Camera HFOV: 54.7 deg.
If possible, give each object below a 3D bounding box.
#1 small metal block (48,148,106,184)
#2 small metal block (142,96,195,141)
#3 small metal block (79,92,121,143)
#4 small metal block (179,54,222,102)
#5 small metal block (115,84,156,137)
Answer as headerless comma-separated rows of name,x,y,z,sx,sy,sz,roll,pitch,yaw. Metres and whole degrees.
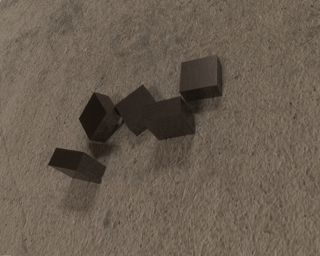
small metal block,-0.109,0.051,0.412,0.050,0.050,0.025,5,65,30
small metal block,0.012,-0.011,0.387,0.050,0.050,0.025,-12,57,21
small metal block,-0.087,-0.015,0.445,0.050,0.025,0.050,-55,48,21
small metal block,0.055,-0.066,0.414,0.050,0.025,0.050,-8,58,23
small metal block,-0.028,-0.025,0.432,0.050,0.025,0.050,-37,51,3
